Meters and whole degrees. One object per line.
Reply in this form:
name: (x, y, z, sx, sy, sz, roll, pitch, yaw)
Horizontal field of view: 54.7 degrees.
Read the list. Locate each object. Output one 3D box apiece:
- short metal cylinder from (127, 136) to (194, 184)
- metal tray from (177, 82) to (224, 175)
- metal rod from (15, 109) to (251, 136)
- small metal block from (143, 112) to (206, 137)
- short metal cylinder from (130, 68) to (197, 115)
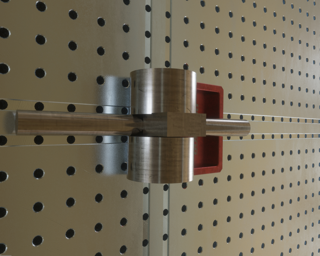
short metal cylinder: (0.001, 0.035, 0.373, 0.081, 0.080, 0.050, 2, 89, -40)
metal tray: (0.051, 0.001, 0.448, 0.091, 0.030, 0.129, 1, 89, -40)
metal rod: (-0.007, -0.003, 0.373, 0.303, 0.025, 0.025, 1, 89, -31)
small metal block: (0.015, -0.004, 0.344, 0.050, 0.050, 0.025, 1, 90, -32)
short metal cylinder: (0.004, -0.040, 0.374, 0.081, 0.080, 0.050, 1, 90, -40)
